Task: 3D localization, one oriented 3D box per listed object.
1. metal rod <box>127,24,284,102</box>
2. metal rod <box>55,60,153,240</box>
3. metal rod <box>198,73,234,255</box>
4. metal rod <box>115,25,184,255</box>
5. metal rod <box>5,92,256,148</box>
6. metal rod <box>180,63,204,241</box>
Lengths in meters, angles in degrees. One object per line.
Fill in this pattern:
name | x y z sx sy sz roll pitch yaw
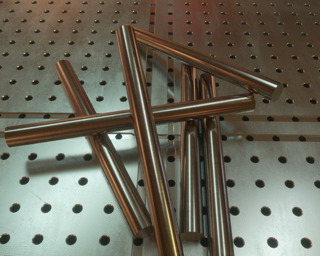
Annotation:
metal rod | 0.042 -0.108 0.464 0.025 0.025 0.300 -35 48 -26
metal rod | -0.084 0.005 0.403 0.025 0.025 0.300 -22 53 -17
metal rod | 0.065 0.041 0.373 0.025 0.025 0.300 2 50 2
metal rod | -0.015 0.009 0.346 0.025 0.025 0.299 -9 67 -8
metal rod | -0.029 -0.012 0.383 0.302 0.025 0.025 -9 51 -7
metal rod | 0.039 -0.005 0.411 0.025 0.025 0.300 2 50 2
